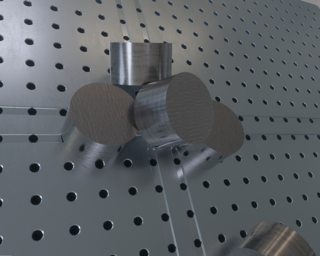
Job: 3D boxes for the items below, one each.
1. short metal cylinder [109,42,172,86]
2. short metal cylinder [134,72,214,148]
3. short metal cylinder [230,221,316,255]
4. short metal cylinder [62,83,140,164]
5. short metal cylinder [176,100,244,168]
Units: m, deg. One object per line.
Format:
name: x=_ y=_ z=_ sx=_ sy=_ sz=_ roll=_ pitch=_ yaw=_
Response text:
short metal cylinder: x=-0.025 y=-0.085 z=0.403 sx=0.081 sy=0.080 sz=0.050 roll=-9 pitch=108 yaw=-32
short metal cylinder: x=0.017 y=-0.019 z=0.354 sx=0.081 sy=0.050 sz=0.080 roll=10 pitch=76 yaw=-43
short metal cylinder: x=0.126 y=0.153 z=0.347 sx=0.050 sy=0.080 sz=0.080 roll=-29 pitch=78 yaw=-37
short metal cylinder: x=-0.068 y=-0.005 z=0.358 sx=0.081 sy=0.050 sz=0.080 roll=13 pitch=56 yaw=-21
short metal cylinder: x=0.066 y=0.009 z=0.422 sx=0.081 sy=0.050 sz=0.080 roll=14 pitch=56 yaw=-21
